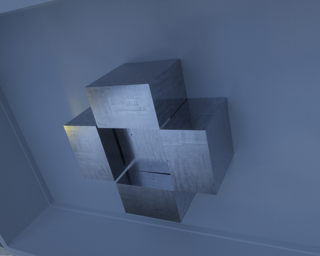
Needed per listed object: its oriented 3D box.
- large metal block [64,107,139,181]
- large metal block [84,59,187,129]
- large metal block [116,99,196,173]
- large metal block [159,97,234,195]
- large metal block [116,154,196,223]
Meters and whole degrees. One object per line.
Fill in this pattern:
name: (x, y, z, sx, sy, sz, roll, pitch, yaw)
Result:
large metal block: (-0.071, 0.013, 0.418, 0.050, 0.080, 0.080, 1, 119, 28)
large metal block: (-0.024, -0.040, 0.359, 0.080, 0.080, 0.050, 1, 119, 28)
large metal block: (-0.005, 0.010, 0.398, 0.080, 0.050, 0.080, 1, 119, 28)
large metal block: (0.047, 0.018, 0.358, 0.050, 0.080, 0.080, 1, 119, 28)
large metal block: (0.002, 0.074, 0.416, 0.080, 0.080, 0.050, 2, 119, 27)
